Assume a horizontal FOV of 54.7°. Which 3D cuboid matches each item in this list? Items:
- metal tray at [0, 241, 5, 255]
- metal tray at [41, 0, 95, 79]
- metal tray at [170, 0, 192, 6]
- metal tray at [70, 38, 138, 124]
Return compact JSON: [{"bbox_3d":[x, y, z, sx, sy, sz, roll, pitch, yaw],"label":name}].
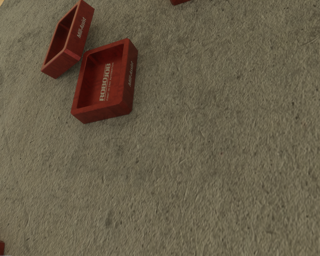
[{"bbox_3d":[-0.274,0.211,0.414,0.130,0.030,0.090,-23,53,14],"label":"metal tray"},{"bbox_3d":[-0.169,-0.164,0.571,0.090,0.030,0.130,-22,51,40],"label":"metal tray"},{"bbox_3d":[0.060,-0.280,0.541,0.090,0.030,0.130,-9,58,23],"label":"metal tray"},{"bbox_3d":[-0.086,-0.076,0.491,0.090,0.030,0.130,-11,57,22],"label":"metal tray"}]
